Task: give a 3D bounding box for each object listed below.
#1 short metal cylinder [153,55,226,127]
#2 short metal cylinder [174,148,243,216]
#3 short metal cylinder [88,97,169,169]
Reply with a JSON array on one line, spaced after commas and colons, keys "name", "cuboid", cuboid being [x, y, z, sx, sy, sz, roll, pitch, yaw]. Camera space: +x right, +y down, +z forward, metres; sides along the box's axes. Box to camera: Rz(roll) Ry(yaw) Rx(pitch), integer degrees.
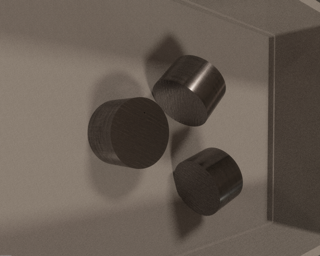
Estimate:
[{"name": "short metal cylinder", "cuboid": [0.038, -0.048, 0.405, 0.050, 0.080, 0.080, -53, 121, -27]}, {"name": "short metal cylinder", "cuboid": [0.066, 0.073, 0.429, 0.050, 0.080, 0.079, -23, 105, -38]}, {"name": "short metal cylinder", "cuboid": [-0.036, 0.005, 0.362, 0.081, 0.050, 0.079, 0, 90, -40]}]
